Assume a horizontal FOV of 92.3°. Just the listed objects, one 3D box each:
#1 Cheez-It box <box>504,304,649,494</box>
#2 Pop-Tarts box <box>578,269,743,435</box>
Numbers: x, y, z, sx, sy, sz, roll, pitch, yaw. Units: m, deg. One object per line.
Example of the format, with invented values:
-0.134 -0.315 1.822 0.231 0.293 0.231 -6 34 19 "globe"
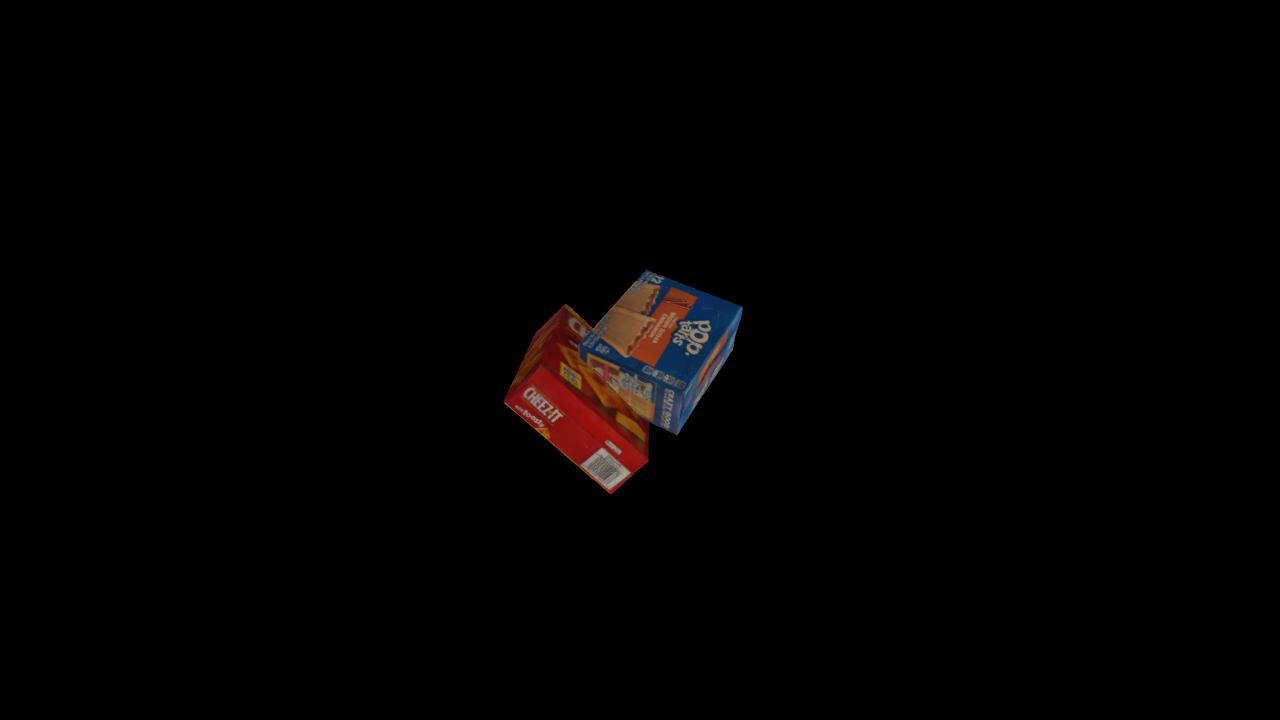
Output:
-0.065 0.037 0.760 0.071 0.166 0.223 -42 16 16 "Cheez-It box"
0.026 -0.016 0.764 0.141 0.083 0.167 24 51 18 "Pop-Tarts box"
